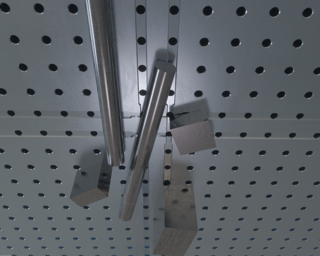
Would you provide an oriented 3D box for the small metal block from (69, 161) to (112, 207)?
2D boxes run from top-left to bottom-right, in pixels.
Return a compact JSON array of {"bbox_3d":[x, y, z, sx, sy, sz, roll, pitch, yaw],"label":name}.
[{"bbox_3d":[-0.103,0.085,0.466,0.050,0.050,0.025,-24,126,19],"label":"small metal block"}]

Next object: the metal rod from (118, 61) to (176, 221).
[{"bbox_3d":[-0.027,0.041,0.446,0.025,0.025,0.298,10,130,-8],"label":"metal rod"}]

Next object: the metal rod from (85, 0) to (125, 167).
[{"bbox_3d":[-0.062,-0.066,0.354,0.025,0.025,0.298,0,130,-1],"label":"metal rod"}]

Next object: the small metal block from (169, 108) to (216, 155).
[{"bbox_3d":[0.044,0.006,0.417,0.050,0.025,0.050,-14,129,11],"label":"small metal block"}]

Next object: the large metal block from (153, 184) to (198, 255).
[{"bbox_3d":[0.022,0.150,0.504,0.050,0.080,0.079,10,129,-9],"label":"large metal block"}]
